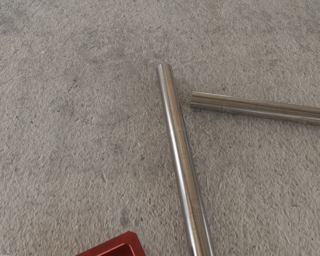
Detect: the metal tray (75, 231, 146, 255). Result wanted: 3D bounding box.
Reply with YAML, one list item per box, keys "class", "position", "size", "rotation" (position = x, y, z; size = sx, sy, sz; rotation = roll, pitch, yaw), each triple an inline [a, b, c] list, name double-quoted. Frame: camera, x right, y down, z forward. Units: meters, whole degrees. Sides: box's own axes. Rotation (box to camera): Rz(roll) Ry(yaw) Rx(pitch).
- class: "metal tray"
  position: [-0.037, 0.166, 0.259]
  size: [0.091, 0.030, 0.130]
  rotation: [-20, 53, -17]

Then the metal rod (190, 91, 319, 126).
- class: "metal rod"
  position: [0.192, -0.018, 0.420]
  size: [0.302, 0.025, 0.025]
  rotation: [9, 51, 6]

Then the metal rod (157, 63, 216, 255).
- class: "metal rod"
  position: [0.025, 0.024, 0.383]
  size: [0.025, 0.025, 0.300]
  rotation: [-5, 50, -5]
